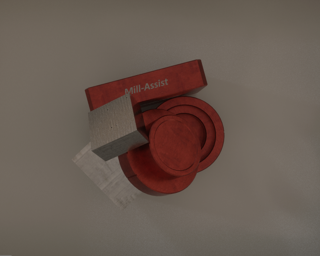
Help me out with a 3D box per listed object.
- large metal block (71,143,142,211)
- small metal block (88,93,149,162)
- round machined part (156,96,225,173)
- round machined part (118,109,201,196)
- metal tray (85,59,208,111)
[{"bbox_3d":[-0.052,0.046,0.382,0.050,0.080,0.080,-44,91,0],"label":"large metal block"},{"bbox_3d":[-0.044,-0.001,0.317,0.050,0.025,0.050,-24,51,12],"label":"small metal block"},{"bbox_3d":[0.031,0.009,0.403,0.099,0.042,0.097,0,90,-1],"label":"round machined part"},{"bbox_3d":[0.006,0.024,0.344,0.099,0.042,0.098,14,65,-31],"label":"round machined part"},{"bbox_3d":[-0.015,-0.045,0.377,0.131,0.090,0.030,-15,91,-1],"label":"metal tray"}]
